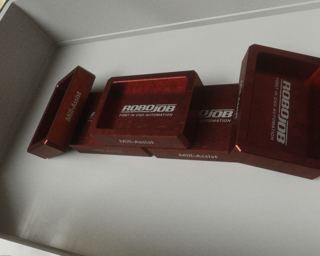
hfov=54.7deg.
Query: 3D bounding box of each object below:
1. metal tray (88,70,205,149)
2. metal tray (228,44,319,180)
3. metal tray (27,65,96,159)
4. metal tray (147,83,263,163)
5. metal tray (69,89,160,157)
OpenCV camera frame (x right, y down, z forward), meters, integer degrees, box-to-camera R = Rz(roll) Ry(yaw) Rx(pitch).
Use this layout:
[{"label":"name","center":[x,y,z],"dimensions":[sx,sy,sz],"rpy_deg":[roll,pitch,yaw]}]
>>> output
[{"label":"metal tray","center":[-0.018,-0.023,0.385],"dimensions":[0.130,0.030,0.090],"rpy_deg":[1,61,28]},{"label":"metal tray","center":[0.127,-0.020,0.322],"dimensions":[0.090,0.030,0.130],"rpy_deg":[13,65,3]},{"label":"metal tray","center":[-0.150,-0.022,0.470],"dimensions":[0.090,0.030,0.130],"rpy_deg":[-17,50,50]},{"label":"metal tray","center":[0.054,-0.007,0.378],"dimensions":[0.130,0.030,0.090],"rpy_deg":[0,62,28]},{"label":"metal tray","center":[-0.061,-0.009,0.439],"dimensions":[0.130,0.030,0.090],"rpy_deg":[0,62,28]}]
